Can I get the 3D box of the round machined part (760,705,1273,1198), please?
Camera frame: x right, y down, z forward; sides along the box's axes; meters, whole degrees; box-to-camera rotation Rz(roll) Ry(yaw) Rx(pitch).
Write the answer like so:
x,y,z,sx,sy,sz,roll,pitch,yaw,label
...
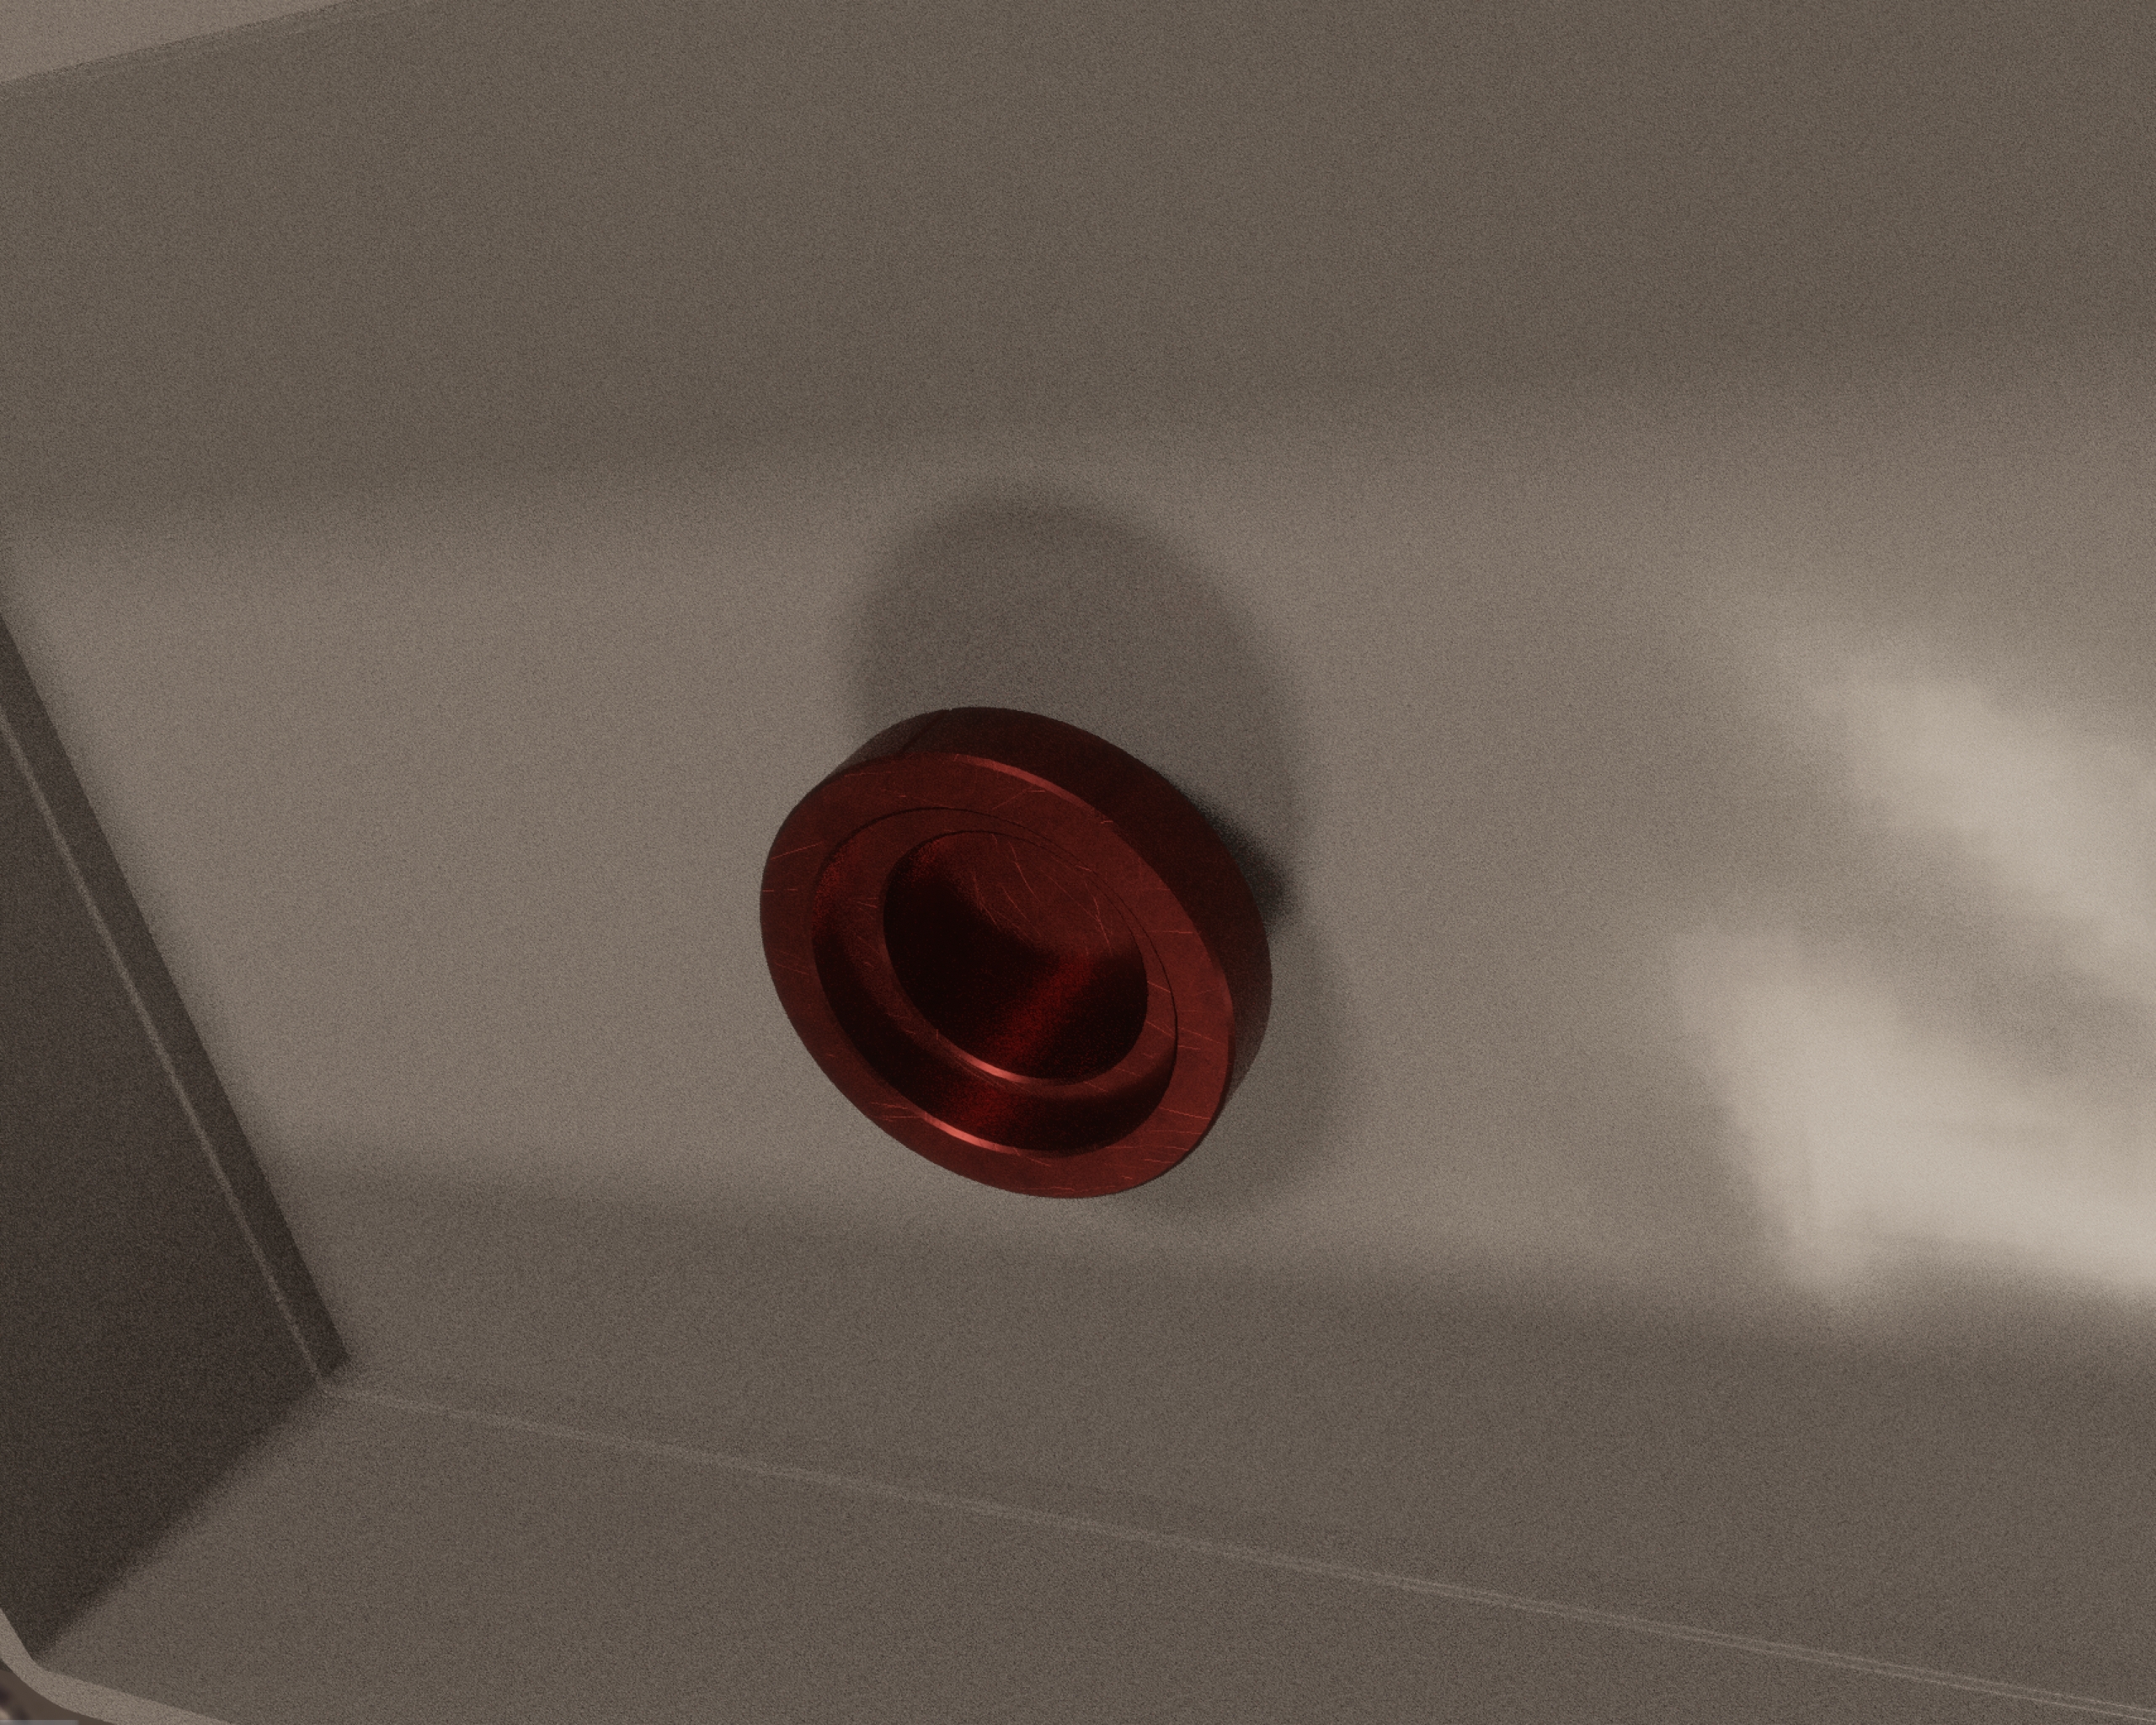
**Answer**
x,y,z,sx,sy,sz,roll,pitch,yaw,label
-0.008,0.013,0.404,0.098,0.042,0.097,13,124,20,round machined part
